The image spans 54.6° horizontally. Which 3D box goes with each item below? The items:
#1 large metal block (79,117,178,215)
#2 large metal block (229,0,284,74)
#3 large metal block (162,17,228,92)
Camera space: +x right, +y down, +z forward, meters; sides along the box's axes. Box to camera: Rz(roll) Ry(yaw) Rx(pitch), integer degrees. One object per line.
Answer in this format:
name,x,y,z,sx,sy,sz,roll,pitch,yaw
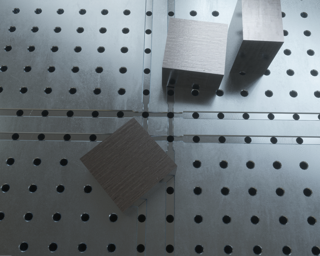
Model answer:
large metal block,-0.036,0.048,0.381,0.080,0.050,0.080,-39,75,-13
large metal block,0.130,-0.131,0.431,0.050,0.080,0.080,3,70,1
large metal block,0.048,-0.102,0.436,0.080,0.050,0.080,8,70,3
